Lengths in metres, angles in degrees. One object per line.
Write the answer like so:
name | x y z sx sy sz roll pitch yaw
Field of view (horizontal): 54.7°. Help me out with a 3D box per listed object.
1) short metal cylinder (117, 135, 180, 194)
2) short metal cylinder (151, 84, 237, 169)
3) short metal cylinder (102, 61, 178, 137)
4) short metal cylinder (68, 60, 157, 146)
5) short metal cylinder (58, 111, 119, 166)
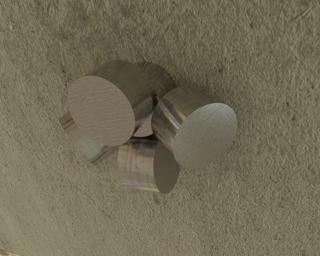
short metal cylinder | -0.012 0.043 0.403 0.050 0.080 0.079 2 119 27
short metal cylinder | 0.037 -0.002 0.343 0.050 0.081 0.079 46 143 49
short metal cylinder | -0.023 -0.036 0.381 0.080 0.050 0.079 13 124 20
short metal cylinder | -0.051 -0.027 0.335 0.080 0.050 0.079 13 124 20
short metal cylinder | -0.089 0.004 0.414 0.080 0.050 0.080 51 172 11
